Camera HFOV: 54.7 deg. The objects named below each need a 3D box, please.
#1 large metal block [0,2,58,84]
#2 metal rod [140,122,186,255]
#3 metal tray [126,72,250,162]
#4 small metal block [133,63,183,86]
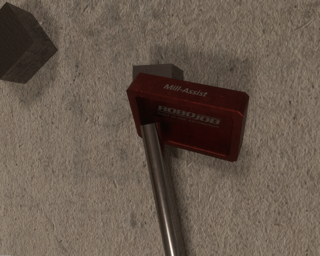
[{"bbox_3d":[-0.218,-0.126,0.471,0.080,0.050,0.080,-40,78,15],"label":"large metal block"},{"bbox_3d":[0.016,0.141,0.386,0.025,0.025,0.298,-10,93,19],"label":"metal rod"},{"bbox_3d":[0.032,-0.012,0.364,0.130,0.090,0.030,14,53,19],"label":"metal tray"},{"bbox_3d":[-0.001,-0.064,0.395,0.050,0.050,0.025,1,90,19],"label":"small metal block"}]
